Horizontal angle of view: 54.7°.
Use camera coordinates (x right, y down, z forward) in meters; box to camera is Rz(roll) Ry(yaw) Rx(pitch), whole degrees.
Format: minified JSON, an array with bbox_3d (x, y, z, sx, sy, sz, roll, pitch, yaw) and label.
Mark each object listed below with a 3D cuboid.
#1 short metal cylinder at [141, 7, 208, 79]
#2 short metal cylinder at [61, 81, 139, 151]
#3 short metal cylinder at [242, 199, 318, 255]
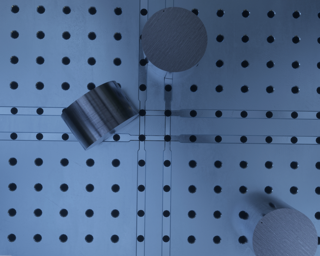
[{"bbox_3d":[0.017,-0.108,0.401,0.081,0.050,0.079,0,90,-1],"label":"short metal cylinder"},{"bbox_3d":[-0.073,-0.015,0.385,0.080,0.080,0.050,-35,90,0],"label":"short metal cylinder"},{"bbox_3d":[0.153,0.138,0.403,0.081,0.050,0.079,0,90,-1],"label":"short metal cylinder"}]
